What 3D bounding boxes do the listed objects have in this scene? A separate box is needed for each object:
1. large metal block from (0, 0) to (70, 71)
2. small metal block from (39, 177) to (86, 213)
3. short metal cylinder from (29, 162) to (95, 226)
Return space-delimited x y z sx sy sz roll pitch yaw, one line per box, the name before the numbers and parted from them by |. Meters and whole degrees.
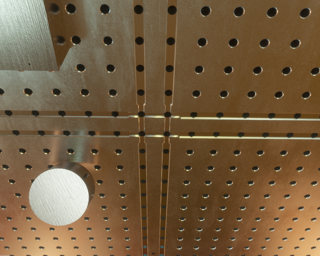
large metal block | -0.142 -0.104 0.304 0.081 0.050 0.079 1 130 -1
small metal block | -0.156 0.109 0.502 0.050 0.025 0.050 -13 129 10
short metal cylinder | -0.139 0.093 0.448 0.081 0.050 0.079 0 94 -2
